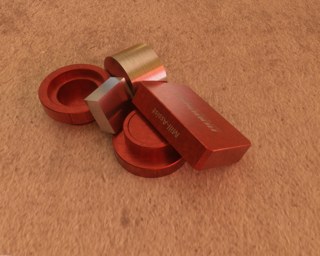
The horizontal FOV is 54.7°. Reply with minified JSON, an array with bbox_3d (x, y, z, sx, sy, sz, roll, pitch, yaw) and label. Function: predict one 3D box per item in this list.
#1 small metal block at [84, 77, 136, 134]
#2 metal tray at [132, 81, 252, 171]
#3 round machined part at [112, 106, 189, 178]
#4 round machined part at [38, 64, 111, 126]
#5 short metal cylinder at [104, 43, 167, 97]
[{"bbox_3d":[-0.059,-0.029,0.389,0.025,0.050,0.050,9,45,39],"label":"small metal block"},{"bbox_3d":[0.037,-0.008,0.380,0.091,0.030,0.130,-4,41,-46],"label":"metal tray"},{"bbox_3d":[-0.010,0.010,0.385,0.099,0.042,0.098,0,50,0],"label":"round machined part"},{"bbox_3d":[-0.111,-0.041,0.427,0.099,0.042,0.098,0,50,0],"label":"round machined part"},{"bbox_3d":[-0.034,-0.071,0.429,0.050,0.080,0.080,-31,57,-23],"label":"short metal cylinder"}]
